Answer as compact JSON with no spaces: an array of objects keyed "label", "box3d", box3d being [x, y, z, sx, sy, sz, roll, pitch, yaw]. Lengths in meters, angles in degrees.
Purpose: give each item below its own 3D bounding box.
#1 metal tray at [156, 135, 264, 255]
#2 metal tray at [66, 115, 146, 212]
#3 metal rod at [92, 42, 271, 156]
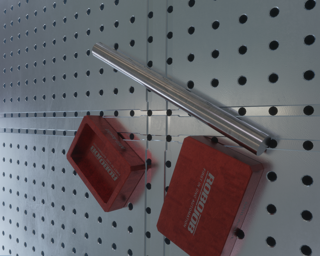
[{"label":"metal tray","box3d":[0.053,0.084,0.362,0.090,0.030,0.129,27,107,36]},{"label":"metal tray","box3d":[-0.088,0.052,0.478,0.130,0.030,0.089,44,116,31]},{"label":"metal rod","box3d":[0.006,-0.052,0.404,0.300,0.025,0.025,35,112,34]}]
